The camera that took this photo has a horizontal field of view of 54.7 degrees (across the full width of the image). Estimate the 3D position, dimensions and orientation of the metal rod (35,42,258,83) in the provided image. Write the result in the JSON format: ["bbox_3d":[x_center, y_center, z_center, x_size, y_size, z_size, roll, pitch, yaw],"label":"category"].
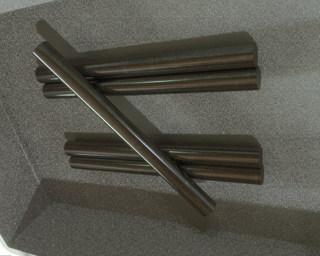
[{"bbox_3d":[-0.037,-0.075,0.379,0.300,0.025,0.025,1,119,27],"label":"metal rod"}]

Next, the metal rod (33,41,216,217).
[{"bbox_3d":[-0.043,0.003,0.400,0.300,0.025,0.025,44,129,-3],"label":"metal rod"}]

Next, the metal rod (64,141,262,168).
[{"bbox_3d":[-0.014,0.034,0.435,0.300,0.025,0.025,0,119,28],"label":"metal rod"}]

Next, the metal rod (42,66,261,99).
[{"bbox_3d":[-0.031,-0.053,0.390,0.300,0.025,0.025,1,119,27],"label":"metal rod"}]

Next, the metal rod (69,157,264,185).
[{"bbox_3d":[-0.009,0.056,0.445,0.300,0.025,0.025,0,119,28],"label":"metal rod"}]
